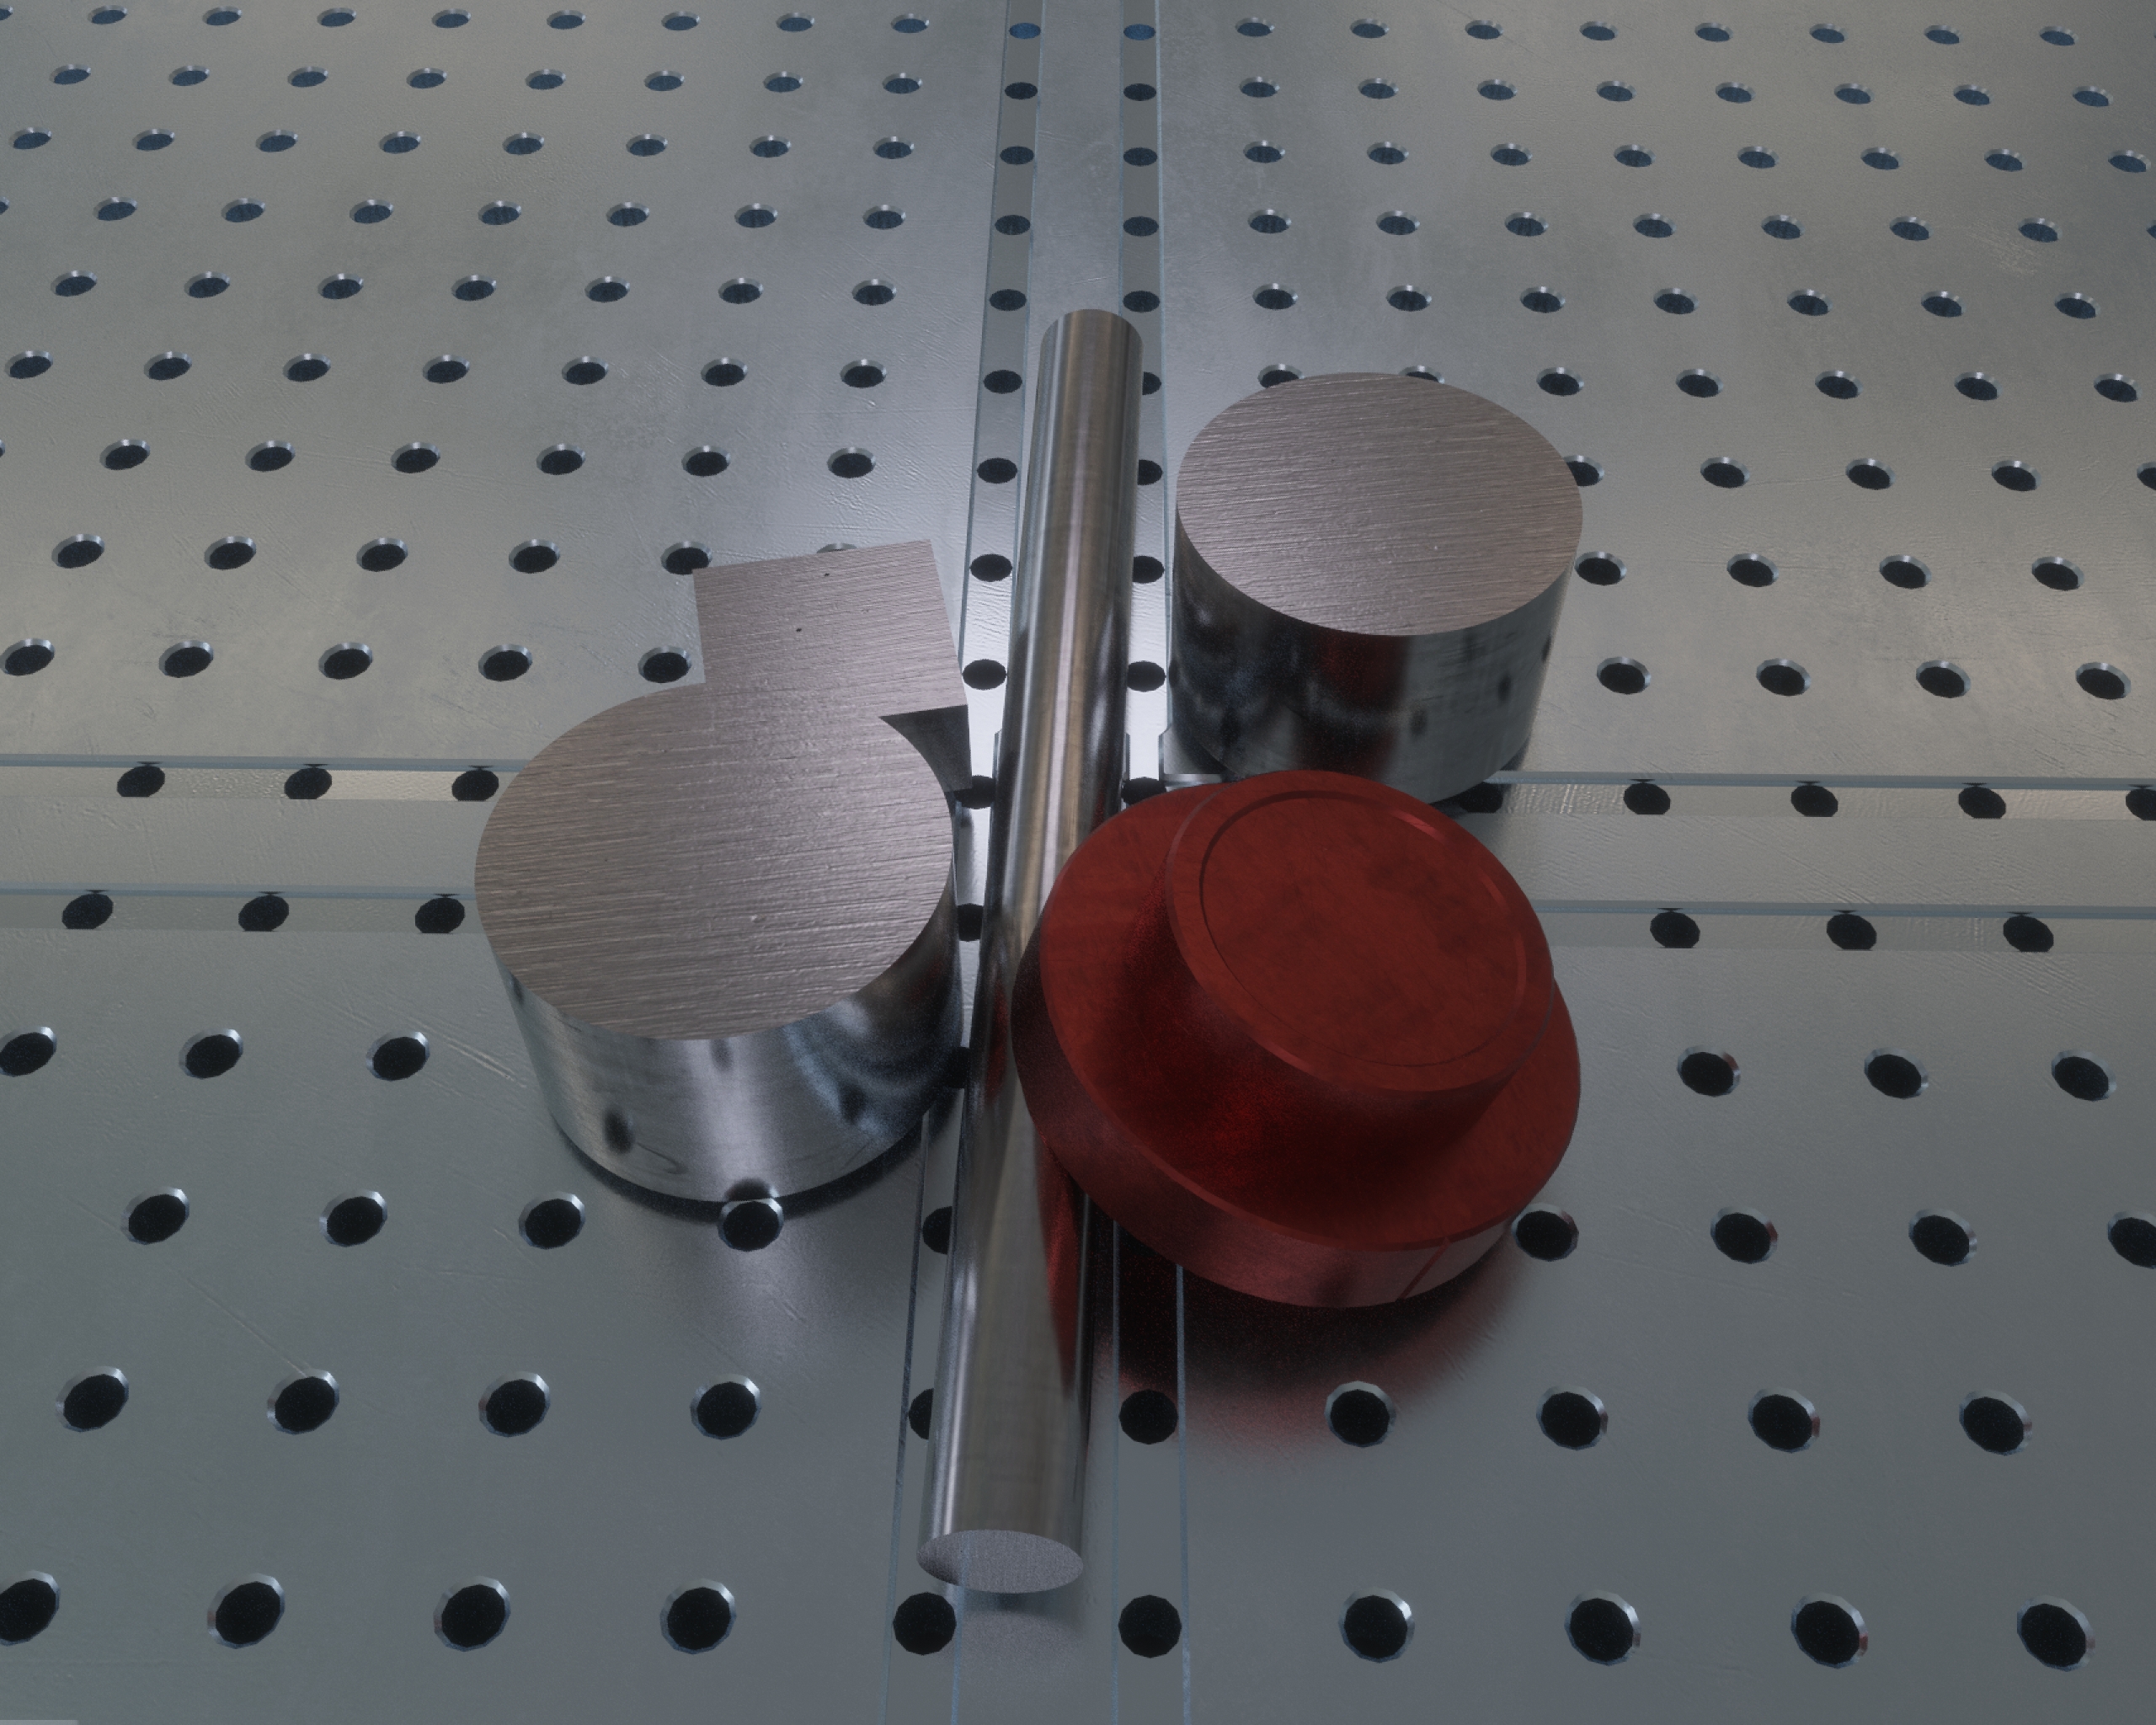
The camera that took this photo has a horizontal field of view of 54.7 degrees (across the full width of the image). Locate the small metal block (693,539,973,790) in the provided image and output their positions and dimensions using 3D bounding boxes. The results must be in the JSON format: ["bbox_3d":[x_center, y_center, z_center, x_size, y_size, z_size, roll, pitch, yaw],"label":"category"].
[{"bbox_3d":[-0.051,-0.038,0.434,0.050,0.025,0.050,-9,51,-7],"label":"small metal block"}]

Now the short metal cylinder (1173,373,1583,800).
[{"bbox_3d":[0.060,-0.057,0.434,0.081,0.050,0.080,0,50,0],"label":"short metal cylinder"}]

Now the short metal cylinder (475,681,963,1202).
[{"bbox_3d":[-0.062,0.013,0.374,0.081,0.050,0.080,0,50,0],"label":"short metal cylinder"}]

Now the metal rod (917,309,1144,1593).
[{"bbox_3d":[-0.004,-0.009,0.410,0.025,0.025,0.300,2,50,2],"label":"metal rod"}]

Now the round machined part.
[{"bbox_3d":[0.041,0.023,0.357,0.099,0.042,0.098,11,48,-12],"label":"round machined part"}]
